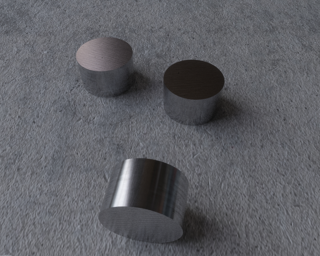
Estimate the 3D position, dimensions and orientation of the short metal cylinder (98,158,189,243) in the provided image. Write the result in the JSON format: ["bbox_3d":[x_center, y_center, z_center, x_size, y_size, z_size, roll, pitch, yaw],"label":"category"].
[{"bbox_3d":[-0.014,0.073,0.306,0.080,0.080,0.050,7,51,6],"label":"short metal cylinder"}]

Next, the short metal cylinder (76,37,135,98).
[{"bbox_3d":[-0.079,-0.091,0.463,0.080,0.050,0.080,0,50,0],"label":"short metal cylinder"}]

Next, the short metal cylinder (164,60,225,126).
[{"bbox_3d":[0.045,-0.050,0.429,0.080,0.050,0.080,0,50,0],"label":"short metal cylinder"}]
